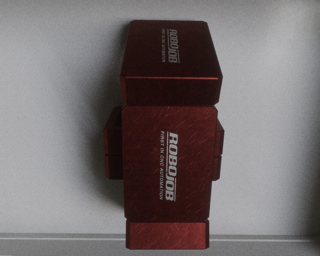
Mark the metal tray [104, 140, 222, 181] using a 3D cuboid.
[{"bbox_3d":[0.003,0.030,0.387,0.131,0.090,0.030,1,110,-1],"label":"metal tray"}]

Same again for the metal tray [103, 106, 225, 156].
[{"bbox_3d":[0.004,0.001,0.376,0.131,0.090,0.030,1,110,-1],"label":"metal tray"}]

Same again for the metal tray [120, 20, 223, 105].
[{"bbox_3d":[0.010,-0.074,0.326,0.091,0.130,0.030,1,130,-1],"label":"metal tray"}]

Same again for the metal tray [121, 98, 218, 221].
[{"bbox_3d":[0.008,0.034,0.323,0.091,0.030,0.129,0,110,-1],"label":"metal tray"}]

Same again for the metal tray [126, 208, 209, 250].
[{"bbox_3d":[0.008,0.117,0.395,0.091,0.130,0.030,0,89,-1],"label":"metal tray"}]
